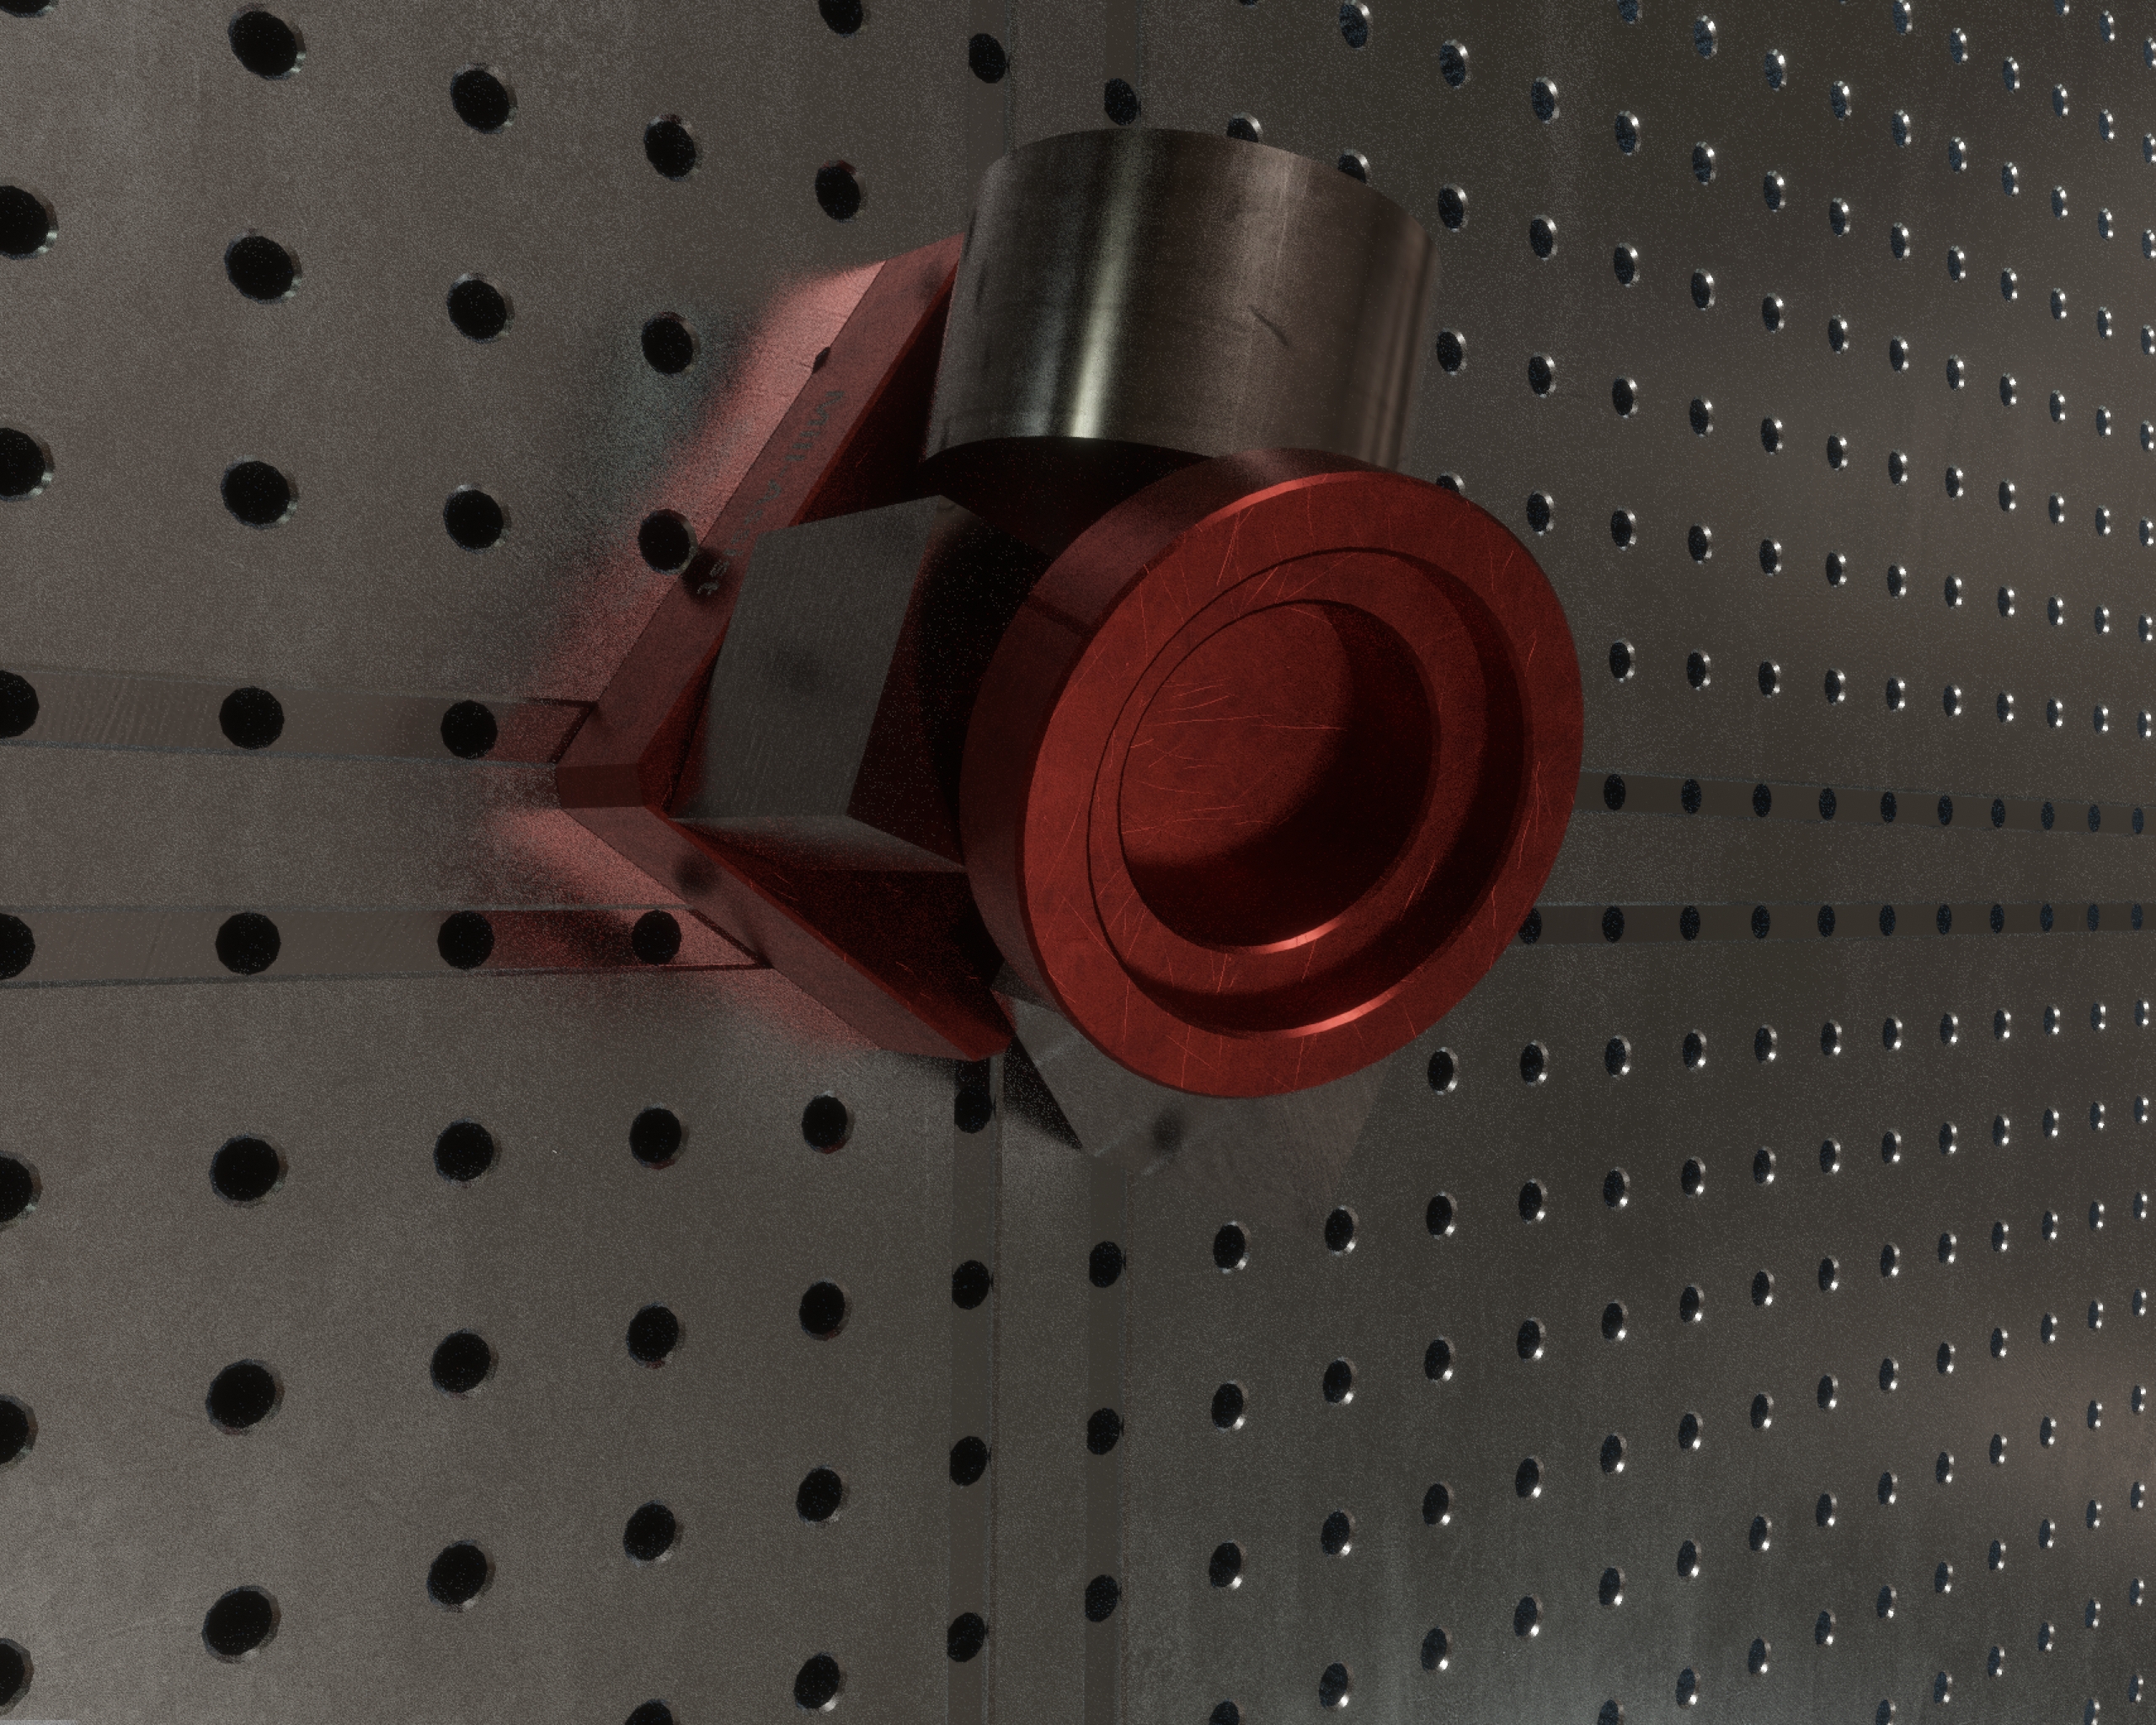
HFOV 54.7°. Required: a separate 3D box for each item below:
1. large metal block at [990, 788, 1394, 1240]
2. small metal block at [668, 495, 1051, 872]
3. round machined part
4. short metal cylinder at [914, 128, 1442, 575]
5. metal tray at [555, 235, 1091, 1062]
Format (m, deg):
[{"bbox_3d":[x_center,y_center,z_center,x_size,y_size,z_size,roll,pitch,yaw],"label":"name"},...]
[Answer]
[{"bbox_3d":[0.033,0.015,0.399,0.080,0.050,0.080,-63,156,-21],"label":"large metal block"},{"bbox_3d":[-0.033,-0.026,0.325,0.025,0.050,0.050,25,74,-38],"label":"small metal block"},{"bbox_3d":[0.026,-0.016,0.325,0.099,0.042,0.097,-11,115,-24],"label":"round machined part"},{"bbox_3d":[0.017,-0.080,0.350,0.081,0.080,0.050,17,79,-39],"label":"short metal cylinder"},{"bbox_3d":[-0.024,-0.040,0.388,0.090,0.030,0.130,42,64,-32],"label":"metal tray"}]
